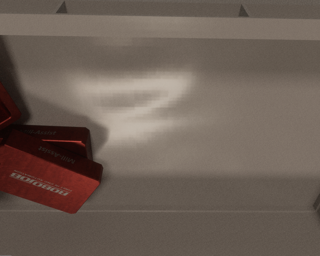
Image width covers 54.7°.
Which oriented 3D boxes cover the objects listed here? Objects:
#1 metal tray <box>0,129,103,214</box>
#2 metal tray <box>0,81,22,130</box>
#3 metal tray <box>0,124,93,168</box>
[{"bbox_3d":[-0.155,0.063,0.417,0.131,0.030,0.090,26,125,-21],"label":"metal tray"},{"bbox_3d":[-0.228,-0.012,0.328,0.131,0.030,0.090,-38,150,-22],"label":"metal tray"},{"bbox_3d":[-0.165,0.039,0.437,0.131,0.030,0.089,2,130,-3],"label":"metal tray"}]
